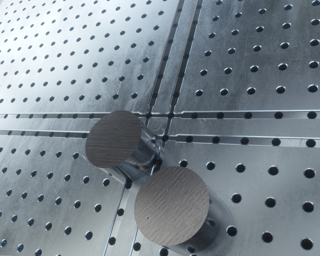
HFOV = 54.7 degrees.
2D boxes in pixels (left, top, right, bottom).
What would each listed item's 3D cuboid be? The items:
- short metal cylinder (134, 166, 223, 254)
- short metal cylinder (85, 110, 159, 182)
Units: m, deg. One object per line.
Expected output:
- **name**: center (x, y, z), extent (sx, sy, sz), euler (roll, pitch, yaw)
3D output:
- **short metal cylinder**: center (0.020, 0.087, 0.327), extent (0.080, 0.050, 0.080), euler (-13, 56, 20)
- **short metal cylinder**: center (-0.048, 0.024, 0.401), extent (0.080, 0.050, 0.080), euler (-13, 56, 20)
